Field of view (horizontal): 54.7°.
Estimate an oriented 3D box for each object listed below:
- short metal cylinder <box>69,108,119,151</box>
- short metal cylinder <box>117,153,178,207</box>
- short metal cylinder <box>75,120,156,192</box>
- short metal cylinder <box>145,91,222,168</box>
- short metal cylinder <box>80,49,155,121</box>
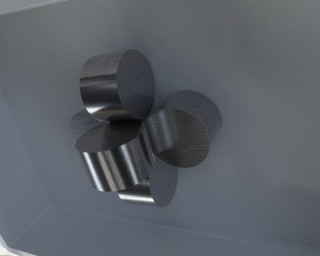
[{"bbox_3d":[-0.078,0.002,0.432,0.080,0.050,0.079,13,124,21],"label":"short metal cylinder"},{"bbox_3d":[-0.016,0.064,0.419,0.050,0.080,0.080,-2,117,29],"label":"short metal cylinder"},{"bbox_3d":[-0.050,0.028,0.358,0.080,0.080,0.050,-1,118,29],"label":"short metal cylinder"},{"bbox_3d":[0.029,0.001,0.375,0.080,0.050,0.079,13,124,21],"label":"short metal cylinder"},{"bbox_3d":[-0.047,-0.049,0.365,0.050,0.080,0.080,-2,117,29],"label":"short metal cylinder"}]
